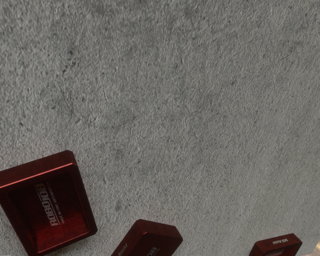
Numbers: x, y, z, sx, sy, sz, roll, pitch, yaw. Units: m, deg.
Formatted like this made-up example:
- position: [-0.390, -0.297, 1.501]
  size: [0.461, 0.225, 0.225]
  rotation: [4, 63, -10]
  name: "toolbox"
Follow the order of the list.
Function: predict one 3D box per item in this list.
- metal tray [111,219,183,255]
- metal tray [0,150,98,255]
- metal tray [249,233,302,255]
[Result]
- position: [-0.033, 0.218, 0.520]
  size: [0.090, 0.030, 0.129]
  rotation: [25, 105, -37]
  name: "metal tray"
- position: [-0.137, 0.098, 0.389]
  size: [0.091, 0.030, 0.129]
  rotation: [-18, 126, -18]
  name: "metal tray"
- position: [0.269, 0.303, 0.737]
  size: [0.131, 0.030, 0.089]
  rotation: [1, 118, -29]
  name: "metal tray"
